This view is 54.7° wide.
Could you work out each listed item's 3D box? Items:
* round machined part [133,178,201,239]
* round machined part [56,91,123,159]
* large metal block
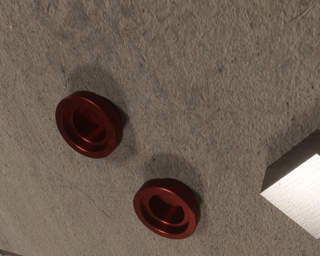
[{"bbox_3d":[0.014,0.113,0.457,0.098,0.042,0.097,13,124,20],"label":"round machined part"},{"bbox_3d":[-0.094,-0.008,0.439,0.098,0.042,0.097,13,124,20],"label":"round machined part"},{"bbox_3d":[0.172,0.062,0.338,0.080,0.050,0.080,39,129,1],"label":"large metal block"}]
